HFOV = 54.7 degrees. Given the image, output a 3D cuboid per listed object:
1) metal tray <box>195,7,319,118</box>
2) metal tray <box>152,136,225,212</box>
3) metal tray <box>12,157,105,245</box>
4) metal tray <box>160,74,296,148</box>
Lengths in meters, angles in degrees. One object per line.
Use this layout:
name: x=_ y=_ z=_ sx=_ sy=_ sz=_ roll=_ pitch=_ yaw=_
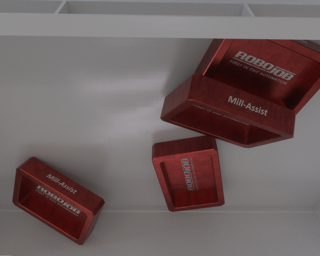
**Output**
metal tray: x=0.117 y=-0.066 z=0.350 sx=0.131 sy=0.030 sz=0.089 roll=18 pitch=128 yaw=-15
metal tray: x=0.046 y=0.073 z=0.467 sx=0.090 sy=0.030 sz=0.129 roll=-9 pitch=130 yaw=7
metal tray: x=-0.155 y=0.111 z=0.466 sx=0.130 sy=0.030 sz=0.089 roll=30 pitch=127 yaw=5
metal tray: x=0.077 y=-0.014 z=0.363 sx=0.131 sy=0.030 sz=0.090 roll=18 pitch=163 yaw=-16
